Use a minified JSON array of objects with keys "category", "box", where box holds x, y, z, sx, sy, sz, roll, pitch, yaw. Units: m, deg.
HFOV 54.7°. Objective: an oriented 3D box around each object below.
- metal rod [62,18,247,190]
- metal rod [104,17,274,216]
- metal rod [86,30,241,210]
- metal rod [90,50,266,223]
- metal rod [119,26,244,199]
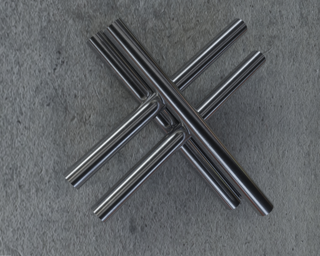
[{"category":"metal rod","box":[0.005,-0.040,0.386,0.301,0.025,0.025,-44,104,-15]},{"category":"metal rod","box":[0.043,-0.003,0.374,0.025,0.025,0.300,-45,104,-15]},{"category":"metal rod","box":[0.013,-0.001,0.416,0.025,0.025,0.300,-44,104,-15]},{"category":"metal rod","box":[0.033,0.001,0.397,0.301,0.025,0.025,-44,104,-15]},{"category":"metal rod","box":[0.033,-0.015,0.423,0.025,0.025,0.300,-44,104,-15]}]
